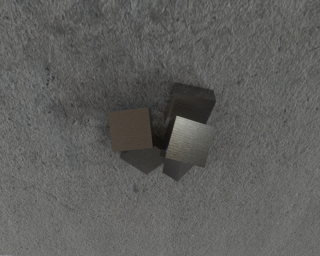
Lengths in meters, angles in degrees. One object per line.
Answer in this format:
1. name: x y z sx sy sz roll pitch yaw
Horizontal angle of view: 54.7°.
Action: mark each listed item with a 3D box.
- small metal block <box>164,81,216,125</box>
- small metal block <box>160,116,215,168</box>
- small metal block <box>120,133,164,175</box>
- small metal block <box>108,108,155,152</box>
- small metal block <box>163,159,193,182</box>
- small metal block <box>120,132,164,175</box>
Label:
1. small metal block: 0.036 -0.026 0.388 0.050 0.025 0.050 11 129 -10
2. small metal block: 0.033 0.017 0.373 0.050 0.025 0.050 17 85 -14
3. small metal block: -0.020 0.033 0.437 0.050 0.025 0.050 -37 121 27
4. small metal block: -0.035 0.002 0.393 0.050 0.025 0.050 -6 92 4
5. small metal block: 0.031 0.036 0.421 0.025 0.050 0.050 30 135 25
6. small metal block: -0.019 0.033 0.437 0.050 0.025 0.050 -37 122 27
